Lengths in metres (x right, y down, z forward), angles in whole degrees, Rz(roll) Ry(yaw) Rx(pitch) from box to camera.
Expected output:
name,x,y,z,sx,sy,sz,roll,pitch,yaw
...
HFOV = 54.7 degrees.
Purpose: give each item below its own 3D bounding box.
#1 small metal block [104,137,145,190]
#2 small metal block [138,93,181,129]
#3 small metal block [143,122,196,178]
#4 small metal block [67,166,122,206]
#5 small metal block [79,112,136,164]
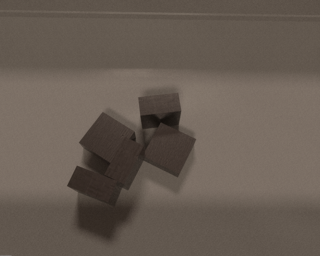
name,x,y,z,sx,sy,sz,roll,pitch,yaw
small metal block,-0.041,0.045,0.379,0.025,0.050,0.050,24,72,8
small metal block,-0.001,-0.021,0.404,0.050,0.050,0.025,-7,71,-3
small metal block,0.012,0.028,0.399,0.050,0.025,0.050,26,72,8
small metal block,-0.076,0.070,0.370,0.050,0.050,0.025,20,71,6
small metal block,-0.067,0.016,0.403,0.050,0.025,0.050,31,73,10
